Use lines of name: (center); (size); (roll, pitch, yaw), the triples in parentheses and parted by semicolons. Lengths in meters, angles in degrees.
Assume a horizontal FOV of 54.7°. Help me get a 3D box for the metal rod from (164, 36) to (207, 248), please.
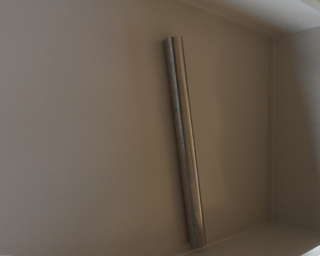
metal rod: (0.037, 0.024, 0.439); (0.025, 0.025, 0.298); (-13, 98, -40)
